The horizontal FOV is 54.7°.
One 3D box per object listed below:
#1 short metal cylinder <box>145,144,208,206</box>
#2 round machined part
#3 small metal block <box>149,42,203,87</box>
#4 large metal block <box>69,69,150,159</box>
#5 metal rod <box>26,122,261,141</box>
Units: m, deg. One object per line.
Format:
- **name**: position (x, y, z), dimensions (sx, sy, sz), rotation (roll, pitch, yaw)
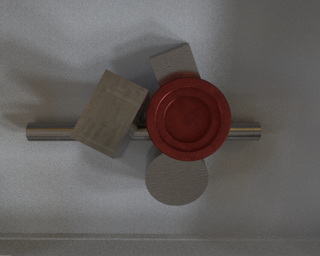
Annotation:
- **short metal cylinder**: position (0.021, 0.056, 0.417), dimensions (0.081, 0.050, 0.079), rotation (0, 110, -1)
- **round machined part**: position (0.033, -0.011, 0.377), dimensions (0.099, 0.042, 0.097), rotation (0, 93, 0)
- **small metal block**: position (0.019, -0.072, 0.384), dimensions (0.050, 0.025, 0.050), rotation (-20, 109, 6)
- **large metal block**: position (-0.052, -0.012, 0.360), dimensions (0.050, 0.080, 0.080), rotation (27, 85, 2)
- **metal rod**: position (-0.020, 0.005, 0.410), dimensions (0.302, 0.025, 0.025), rotation (0, 110, -1)
